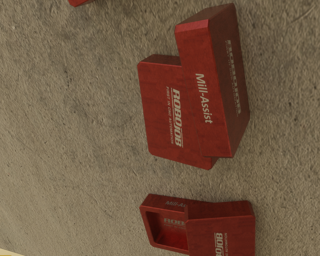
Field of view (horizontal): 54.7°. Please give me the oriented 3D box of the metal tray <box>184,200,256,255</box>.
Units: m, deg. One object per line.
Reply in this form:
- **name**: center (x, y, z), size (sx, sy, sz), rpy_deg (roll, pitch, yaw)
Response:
- **metal tray**: center (0.086, 0.164, 0.439), size (0.090, 0.030, 0.129), rpy_deg (-6, 118, 5)

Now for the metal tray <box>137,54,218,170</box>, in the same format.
- **metal tray**: center (0.025, -0.018, 0.371), size (0.090, 0.030, 0.129), rpy_deg (12, 125, 28)

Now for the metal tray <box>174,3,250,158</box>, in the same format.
- **metal tray**: center (0.058, -0.047, 0.305), size (0.030, 0.090, 0.129), rpy_deg (-1, 118, 29)

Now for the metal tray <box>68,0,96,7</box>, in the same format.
- **metal tray**: center (-0.057, -0.191, 0.316), size (0.130, 0.030, 0.090), rpy_deg (-10, 114, 32)

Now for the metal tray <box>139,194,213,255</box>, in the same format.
- **metal tray**: center (0.039, 0.153, 0.477), size (0.130, 0.030, 0.089), rpy_deg (2, 119, 27)
